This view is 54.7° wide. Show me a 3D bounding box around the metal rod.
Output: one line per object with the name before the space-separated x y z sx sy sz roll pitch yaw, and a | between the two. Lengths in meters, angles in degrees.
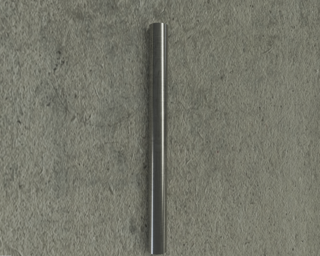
metal rod | -0.003 0.014 0.410 0.025 0.025 0.298 0 90 -20
